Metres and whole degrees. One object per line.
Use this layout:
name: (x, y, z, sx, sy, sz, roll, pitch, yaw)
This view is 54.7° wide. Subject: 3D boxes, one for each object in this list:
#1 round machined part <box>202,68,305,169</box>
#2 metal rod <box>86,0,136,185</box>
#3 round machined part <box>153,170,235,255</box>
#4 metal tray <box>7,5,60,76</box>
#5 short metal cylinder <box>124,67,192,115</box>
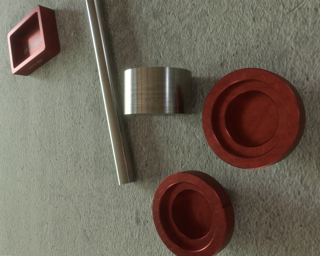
round machined part: (0.096, -0.009, 0.314, 0.098, 0.042, 0.097, 0, 90, 39)
metal rod: (-0.076, -0.065, 0.465, 0.025, 0.025, 0.298, -19, 78, 38)
round machined part: (0.042, 0.097, 0.358, 0.098, 0.042, 0.097, 0, 90, 39)
metal tray: (-0.248, -0.166, 0.602, 0.130, 0.030, 0.090, -18, 78, 38)
short metal cylinder: (-0.002, -0.041, 0.369, 0.080, 0.081, 0.050, 0, 90, 39)
